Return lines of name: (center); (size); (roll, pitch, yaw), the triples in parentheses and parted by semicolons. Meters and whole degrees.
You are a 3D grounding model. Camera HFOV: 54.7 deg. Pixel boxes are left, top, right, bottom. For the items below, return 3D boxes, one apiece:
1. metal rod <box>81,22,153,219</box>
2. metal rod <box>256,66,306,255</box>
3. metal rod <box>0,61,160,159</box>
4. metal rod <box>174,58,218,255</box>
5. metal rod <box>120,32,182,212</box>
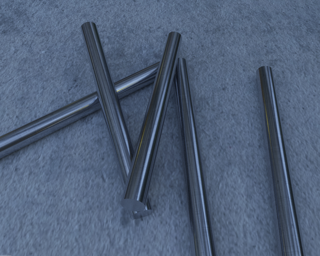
metal rod: (-0.064, -0.031, 0.401); (0.025, 0.025, 0.299); (-14, 60, -12)
metal rod: (0.143, 0.028, 0.381); (0.025, 0.025, 0.300); (6, 50, 4)
metal rod: (-0.116, -0.023, 0.420); (0.302, 0.025, 0.025); (-30, 57, -23)
metal rod: (0.037, 0.014, 0.391); (0.025, 0.025, 0.300); (-2, 50, -2)
metal rod: (-0.001, -0.035, 0.400); (0.025, 0.025, 0.300); (8, 48, 6)
